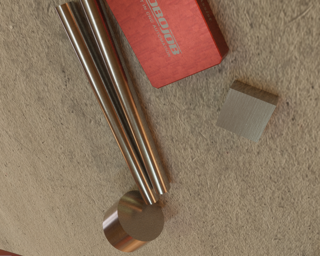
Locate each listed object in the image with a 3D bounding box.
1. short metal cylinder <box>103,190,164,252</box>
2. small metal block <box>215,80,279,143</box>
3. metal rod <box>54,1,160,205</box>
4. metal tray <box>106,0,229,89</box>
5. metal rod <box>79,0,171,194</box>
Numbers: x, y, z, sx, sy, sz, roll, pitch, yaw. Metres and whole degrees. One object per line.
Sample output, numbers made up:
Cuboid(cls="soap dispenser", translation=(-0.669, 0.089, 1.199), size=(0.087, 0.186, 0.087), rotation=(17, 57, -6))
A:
Cuboid(cls="short metal cylinder", translation=(-0.041, 0.144, 0.480), size=(0.080, 0.080, 0.050), rotation=(42, 129, -1))
Cuboid(cls="small metal block", translation=(0.096, -0.019, 0.344), size=(0.050, 0.025, 0.050), rotation=(24, 127, 13))
Cuboid(cls="metal rod", translation=(-0.064, -0.019, 0.426), size=(0.025, 0.025, 0.298), rotation=(-8, 115, 31))
Cuboid(cls="metal tray", translation=(0.005, -0.116, 0.328), size=(0.090, 0.030, 0.130), rotation=(-18, 110, 34))
Cuboid(cls="metal rod", translation=(-0.042, -0.040, 0.402), size=(0.025, 0.025, 0.298), rotation=(-6, 116, 30))
